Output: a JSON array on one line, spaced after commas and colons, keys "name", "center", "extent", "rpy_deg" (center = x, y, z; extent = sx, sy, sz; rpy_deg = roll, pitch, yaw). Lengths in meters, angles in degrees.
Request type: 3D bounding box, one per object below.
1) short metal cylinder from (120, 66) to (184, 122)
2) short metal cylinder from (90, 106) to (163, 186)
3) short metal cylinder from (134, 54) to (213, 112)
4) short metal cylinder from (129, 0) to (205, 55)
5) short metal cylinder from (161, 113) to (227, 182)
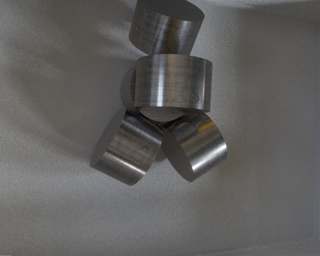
[{"name": "short metal cylinder", "center": [-0.005, -0.047, 0.392], "extent": [0.081, 0.050, 0.080], "rpy_deg": [0, 90, -20]}, {"name": "short metal cylinder", "center": [-0.040, 0.021, 0.365], "extent": [0.050, 0.080, 0.080], "rpy_deg": [31, 80, -17]}, {"name": "short metal cylinder", "center": [0.014, -0.044, 0.331], "extent": [0.081, 0.080, 0.050], "rpy_deg": [3, 89, -20]}, {"name": "short metal cylinder", "center": [0.007, -0.124, 0.375], "extent": [0.081, 0.080, 0.050], "rpy_deg": [4, 131, -20]}, {"name": "short metal cylinder", "center": [0.039, 0.021, 0.394], "extent": [0.050, 0.080, 0.080], "rpy_deg": [-30, 100, -17]}]
